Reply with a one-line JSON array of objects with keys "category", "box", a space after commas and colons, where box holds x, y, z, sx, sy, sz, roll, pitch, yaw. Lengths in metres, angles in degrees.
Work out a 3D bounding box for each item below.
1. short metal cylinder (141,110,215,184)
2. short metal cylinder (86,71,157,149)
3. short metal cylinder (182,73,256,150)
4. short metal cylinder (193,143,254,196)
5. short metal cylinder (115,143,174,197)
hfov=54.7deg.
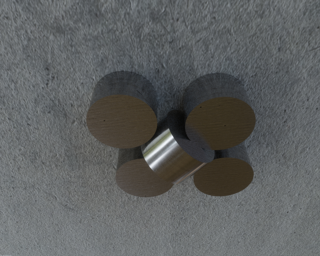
[{"category": "short metal cylinder", "box": [0.023, 0.024, 0.393, 0.080, 0.080, 0.050, 32, 123, -25]}, {"category": "short metal cylinder", "box": [-0.043, -0.021, 0.372, 0.081, 0.050, 0.079, 0, 130, 0]}, {"category": "short metal cylinder", "box": [0.069, -0.019, 0.375, 0.081, 0.050, 0.079, 0, 130, 0]}, {"category": "short metal cylinder", "box": [0.085, 0.051, 0.436, 0.081, 0.050, 0.079, 0, 130, 0]}, {"category": "short metal cylinder", "box": [-0.020, 0.053, 0.435, 0.081, 0.050, 0.079, 0, 130, 0]}]
